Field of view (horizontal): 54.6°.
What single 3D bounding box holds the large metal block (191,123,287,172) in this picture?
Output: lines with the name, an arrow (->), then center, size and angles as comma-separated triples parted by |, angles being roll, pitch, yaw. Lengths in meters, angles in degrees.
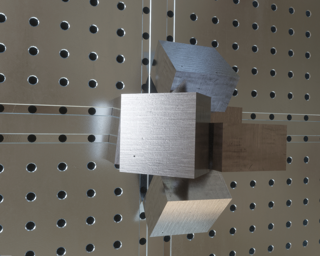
large metal block -> 0.087, 0.020, 0.362 | 0.081, 0.080, 0.050 | 2, 89, -20

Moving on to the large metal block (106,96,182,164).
large metal block -> -0.019, 0.006, 0.393 | 0.081, 0.050, 0.080 | 7, 88, -20

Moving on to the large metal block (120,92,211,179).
large metal block -> 0.007, 0.006, 0.324 | 0.080, 0.050, 0.080 | 1, 90, 25

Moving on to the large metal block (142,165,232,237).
large metal block -> 0.030, 0.091, 0.388 | 0.081, 0.050, 0.079 | 2, 134, -20

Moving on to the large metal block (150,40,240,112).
large metal block -> 0.040, -0.066, 0.390 | 0.081, 0.080, 0.050 | 2, 128, -20

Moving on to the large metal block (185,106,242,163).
large metal block -> 0.062, 0.010, 0.421 | 0.081, 0.050, 0.080 | 3, 89, -20
